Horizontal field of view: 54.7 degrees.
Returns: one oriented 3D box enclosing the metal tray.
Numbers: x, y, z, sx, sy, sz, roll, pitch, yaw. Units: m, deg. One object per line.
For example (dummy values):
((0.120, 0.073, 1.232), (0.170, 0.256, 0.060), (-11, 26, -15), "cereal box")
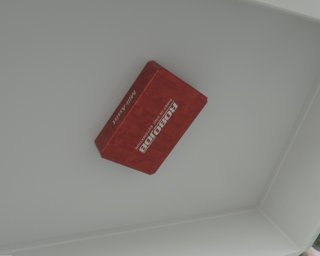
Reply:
((-0.011, -0.008, 0.396), (0.090, 0.030, 0.130), (27, 103, -38), "metal tray")
